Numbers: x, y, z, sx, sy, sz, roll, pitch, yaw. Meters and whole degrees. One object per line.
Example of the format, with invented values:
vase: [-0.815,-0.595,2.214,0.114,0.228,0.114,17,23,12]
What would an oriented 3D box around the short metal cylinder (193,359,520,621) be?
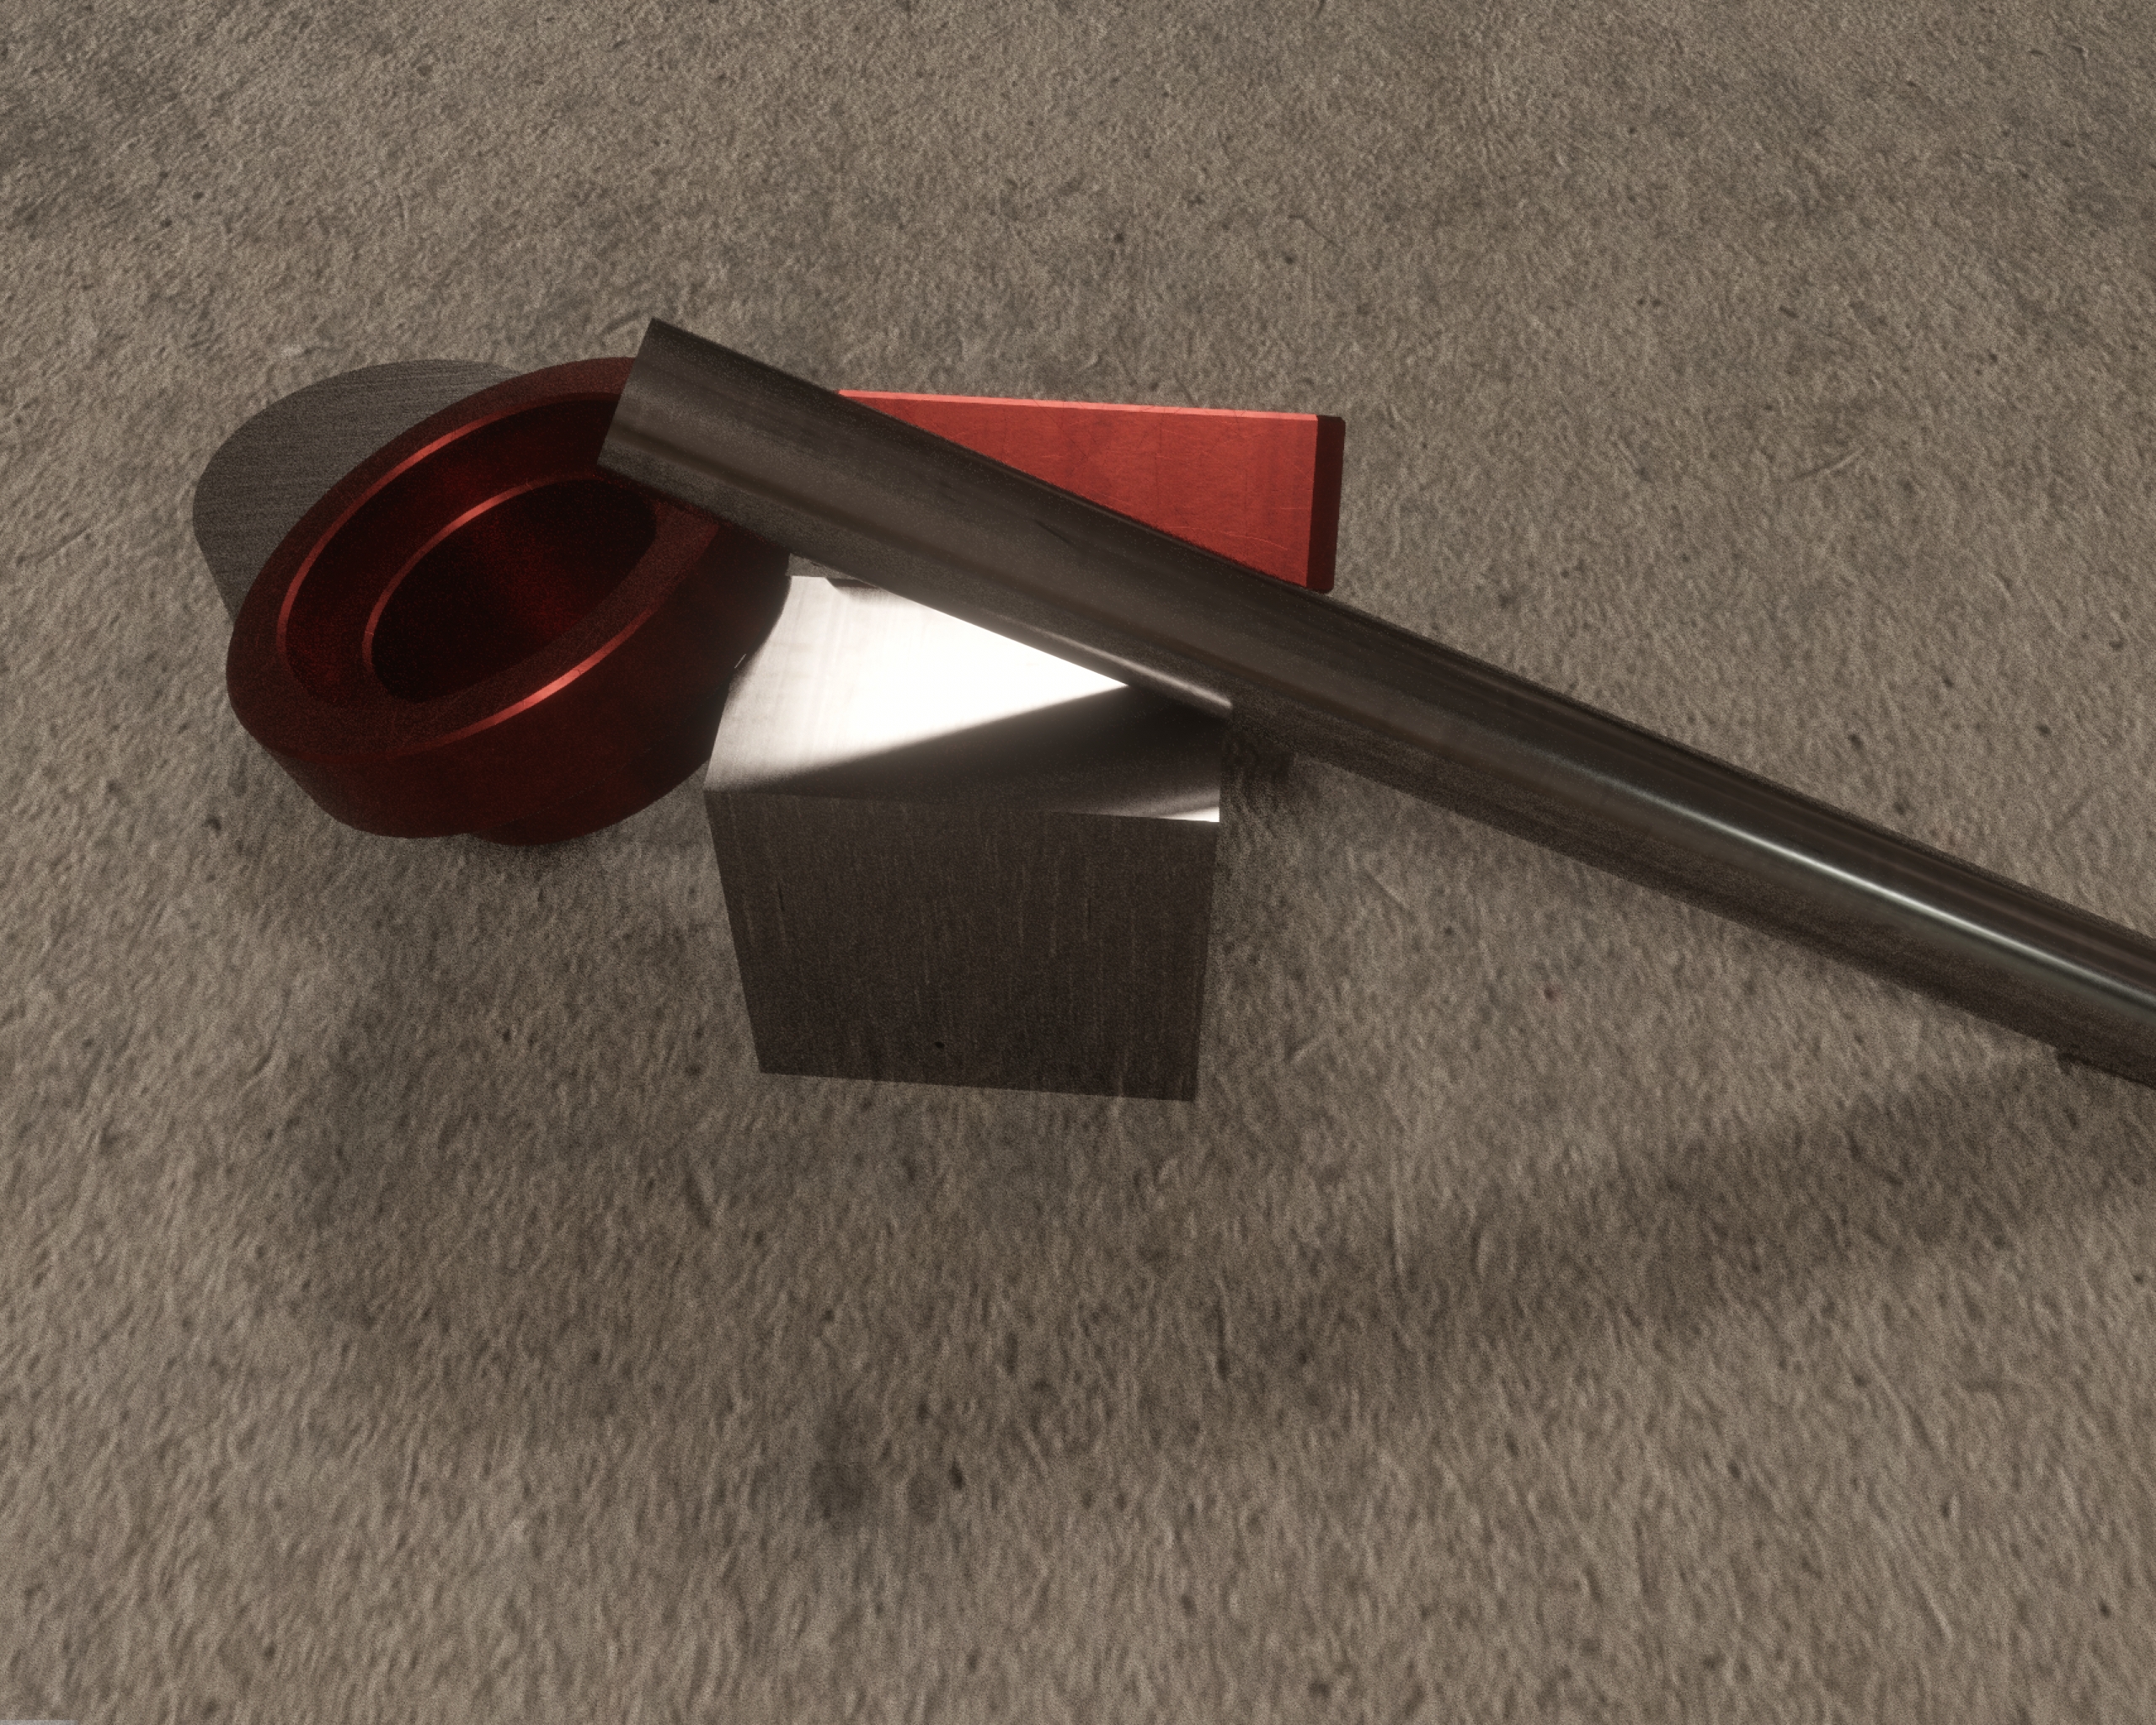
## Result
short metal cylinder: [-0.136,-0.061,0.438,0.081,0.050,0.080,0,50,0]

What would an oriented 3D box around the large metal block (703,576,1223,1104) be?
large metal block: [-0.017,-0.003,0.370,0.080,0.080,0.050,4,50,2]

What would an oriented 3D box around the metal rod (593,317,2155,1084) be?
metal rod: [0.070,-0.018,0.345,0.302,0.025,0.025,20,49,-15]

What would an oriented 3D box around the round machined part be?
round machined part: [-0.095,-0.042,0.370,0.098,0.042,0.098,-13,47,15]

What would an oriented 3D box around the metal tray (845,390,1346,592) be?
metal tray: [0.003,-0.074,0.414,0.091,0.030,0.130,4,11,3]
